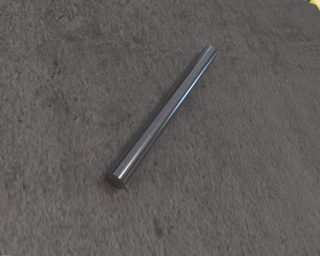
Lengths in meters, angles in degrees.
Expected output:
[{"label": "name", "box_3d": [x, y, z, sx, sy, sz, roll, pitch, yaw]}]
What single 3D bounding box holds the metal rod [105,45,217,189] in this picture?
[{"label": "metal rod", "box_3d": [0.018, -0.036, 0.436, 0.025, 0.025, 0.301, 38, 51, -3]}]
